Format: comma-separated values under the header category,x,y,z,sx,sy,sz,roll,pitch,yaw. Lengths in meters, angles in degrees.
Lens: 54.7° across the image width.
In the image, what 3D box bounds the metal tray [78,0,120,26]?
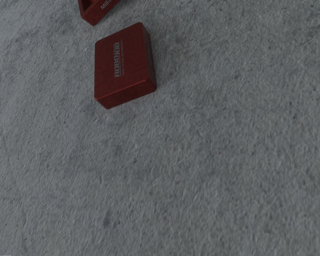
category,x,y,z,sx,sy,sz,roll,pitch,yaw
metal tray,-0.103,-0.271,0.597,0.130,0.030,0.090,-36,50,22

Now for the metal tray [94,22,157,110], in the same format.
category,x,y,z,sx,sy,sz,roll,pitch,yaw
metal tray,-0.058,-0.101,0.491,0.090,0.030,0.130,-19,54,16
